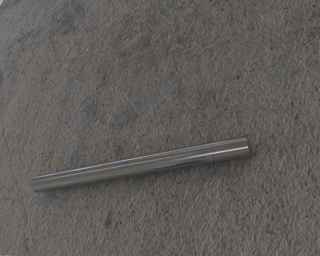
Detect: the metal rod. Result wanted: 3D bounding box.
[{"bbox_3d":[-0.039,0.050,0.393,0.300,0.025,0.025,-13,57,21],"label":"metal rod"}]
